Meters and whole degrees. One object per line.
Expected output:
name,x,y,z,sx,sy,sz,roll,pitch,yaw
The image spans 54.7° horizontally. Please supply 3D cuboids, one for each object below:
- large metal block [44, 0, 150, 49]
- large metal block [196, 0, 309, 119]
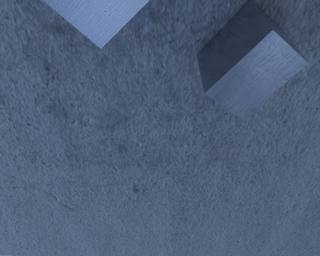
large metal block,-0.055,-0.134,0.276,0.080,0.050,0.080,-36,122,26
large metal block,0.087,-0.070,0.313,0.050,0.080,0.080,31,123,-24
